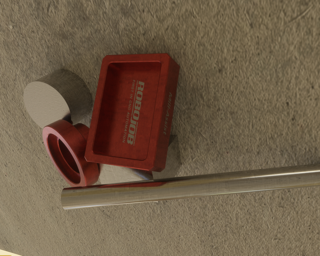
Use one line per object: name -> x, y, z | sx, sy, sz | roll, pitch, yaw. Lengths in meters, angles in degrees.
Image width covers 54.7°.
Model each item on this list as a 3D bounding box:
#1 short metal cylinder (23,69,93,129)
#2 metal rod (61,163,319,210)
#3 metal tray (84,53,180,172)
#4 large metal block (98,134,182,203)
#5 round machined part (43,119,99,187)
short metal cylinder -> -0.144, -0.038, 0.442 | 0.080, 0.050, 0.079 | 13, 124, 20
metal rod -> 0.039, 0.066, 0.351 | 0.302, 0.025, 0.025 | -6, 118, 3
metal tray -> -0.032, -0.019, 0.359 | 0.090, 0.030, 0.129 | 5, 81, 25
large metal block -> -0.025, 0.047, 0.413 | 0.080, 0.080, 0.050 | 5, 121, 25
round machined part -> -0.112, 0.032, 0.417 | 0.098, 0.042, 0.097 | 30, 136, 34
